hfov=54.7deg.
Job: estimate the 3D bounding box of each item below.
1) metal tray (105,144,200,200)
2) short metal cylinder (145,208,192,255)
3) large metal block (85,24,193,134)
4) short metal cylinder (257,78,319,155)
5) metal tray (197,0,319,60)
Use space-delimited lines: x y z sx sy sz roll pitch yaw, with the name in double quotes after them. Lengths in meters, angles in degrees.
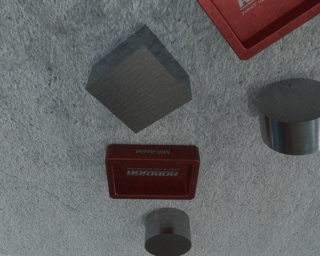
-0.011 0.067 0.460 0.131 0.030 0.089 1 130 -1 "metal tray"
0.014 0.186 0.549 0.081 0.050 0.079 0 130 0 "short metal cylinder"
-0.022 -0.052 0.346 0.080 0.050 0.080 -31 124 23 "large metal block"
0.157 -0.014 0.360 0.080 0.080 0.050 -13 129 10 "short metal cylinder"
0.109 -0.135 0.289 0.130 0.030 0.090 -32 124 24 "metal tray"
